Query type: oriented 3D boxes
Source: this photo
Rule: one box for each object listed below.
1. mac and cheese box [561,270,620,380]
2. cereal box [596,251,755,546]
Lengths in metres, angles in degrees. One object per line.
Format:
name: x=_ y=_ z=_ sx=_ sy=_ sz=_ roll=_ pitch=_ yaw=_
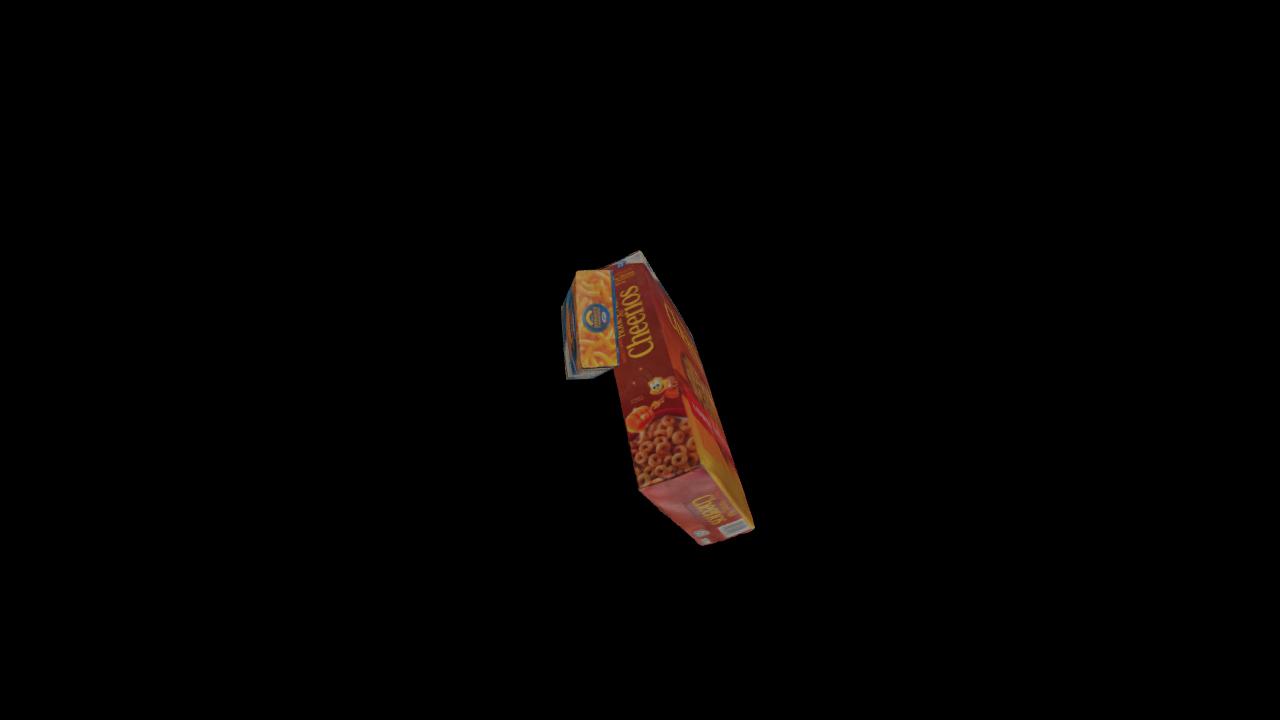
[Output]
mac and cheese box: x=-0.056 y=-0.030 z=0.647 sx=0.041 sy=0.093 sz=0.184 roll=-2 pitch=-5 yaw=-11
cereal box: x=0.038 y=0.043 z=0.736 sx=0.081 sy=0.306 sz=0.203 roll=-22 pitch=-38 yaw=12
